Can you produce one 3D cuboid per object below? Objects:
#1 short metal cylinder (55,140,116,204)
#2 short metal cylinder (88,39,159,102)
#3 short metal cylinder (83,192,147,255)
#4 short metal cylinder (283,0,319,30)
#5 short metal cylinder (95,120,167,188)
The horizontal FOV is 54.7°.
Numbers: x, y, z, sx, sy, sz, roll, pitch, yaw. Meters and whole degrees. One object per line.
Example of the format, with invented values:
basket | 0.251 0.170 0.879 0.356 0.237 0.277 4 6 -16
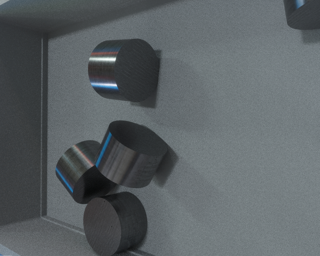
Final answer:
short metal cylinder | -0.105 0.065 0.458 0.050 0.081 0.079 40 114 33
short metal cylinder | -0.047 -0.076 0.410 0.050 0.081 0.079 10 97 39
short metal cylinder | -0.065 0.135 0.444 0.080 0.050 0.080 0 90 40
short metal cylinder | 0.143 -0.121 0.253 0.080 0.081 0.050 -11 83 39
short metal cylinder | -0.038 0.032 0.402 0.080 0.081 0.050 41 115 32
